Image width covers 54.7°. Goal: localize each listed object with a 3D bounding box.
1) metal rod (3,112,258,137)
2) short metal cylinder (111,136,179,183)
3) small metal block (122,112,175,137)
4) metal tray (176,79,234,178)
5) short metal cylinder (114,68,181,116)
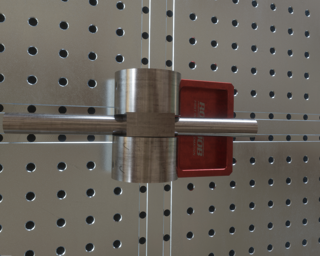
[{"bbox_3d":[-0.025,-0.003,0.378,0.302,0.025,0.025,1,90,-11],"label":"metal rod"},{"bbox_3d":[-0.018,0.035,0.376,0.081,0.080,0.050,1,90,-20],"label":"short metal cylinder"},{"bbox_3d":[-0.014,-0.004,0.343,0.050,0.050,0.025,1,90,-12],"label":"small metal block"},{"bbox_3d":[0.055,0.001,0.430,0.091,0.030,0.129,1,90,-20],"label":"metal tray"},{"bbox_3d":[-0.015,-0.040,0.376,0.081,0.080,0.050,1,90,-20],"label":"short metal cylinder"}]
